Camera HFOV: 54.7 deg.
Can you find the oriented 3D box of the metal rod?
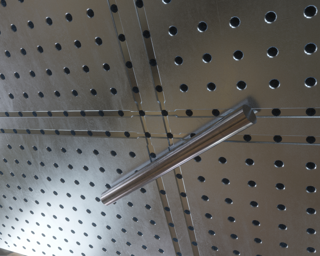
[{"bbox_3d":[0.005,0.053,0.439,0.025,0.025,0.299,49,128,-7],"label":"metal rod"}]
